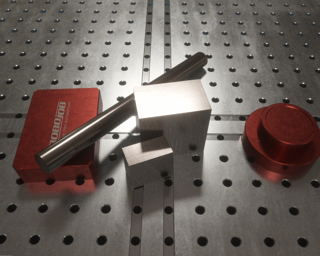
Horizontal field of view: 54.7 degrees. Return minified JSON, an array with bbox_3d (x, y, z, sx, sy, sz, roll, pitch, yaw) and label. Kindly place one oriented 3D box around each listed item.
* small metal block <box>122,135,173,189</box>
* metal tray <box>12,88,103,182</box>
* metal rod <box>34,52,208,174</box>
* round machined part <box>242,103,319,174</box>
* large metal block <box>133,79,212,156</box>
[{"bbox_3d":[-0.014,0.040,0.358,0.050,0.050,0.025,-16,52,-14],"label":"small metal block"},{"bbox_3d":[-0.125,0.004,0.400,0.091,0.030,0.130,-2,50,-3],"label":"metal tray"},{"bbox_3d":[-0.028,-0.037,0.412,0.025,0.025,0.302,32,49,24],"label":"metal rod"},{"bbox_3d":[0.158,0.006,0.394,0.099,0.042,0.098,0,50,0],"label":"round machined part"},{"bbox_3d":[0.013,-0.009,0.380,0.081,0.080,0.050,-8,51,-7],"label":"large metal block"}]
